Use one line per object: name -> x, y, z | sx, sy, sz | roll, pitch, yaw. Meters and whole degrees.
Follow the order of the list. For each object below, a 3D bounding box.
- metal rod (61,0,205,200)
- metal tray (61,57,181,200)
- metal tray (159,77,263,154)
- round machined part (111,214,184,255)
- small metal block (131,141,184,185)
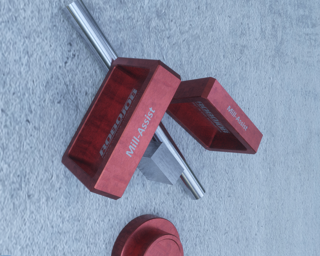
metal rod -> -0.019, -0.018, 0.390 | 0.025, 0.025, 0.299 | -48, 119, -29
metal tray -> -0.042, -0.006, 0.310 | 0.030, 0.090, 0.130 | 31, 84, -36
metal tray -> 0.068, -0.012, 0.421 | 0.130, 0.090, 0.030 | 41, 65, -33
round machined part -> -0.009, 0.162, 0.389 | 0.099, 0.042, 0.097 | 0, 90, -40
small metal block -> -0.006, 0.042, 0.385 | 0.025, 0.050, 0.050 | -52, 121, -27
